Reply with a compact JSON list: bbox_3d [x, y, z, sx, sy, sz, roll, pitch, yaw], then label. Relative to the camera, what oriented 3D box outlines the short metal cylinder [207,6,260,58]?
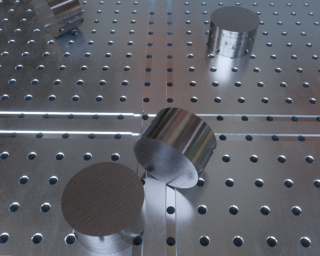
[{"bbox_3d":[0.124,-0.165,0.531,0.081,0.050,0.080,0,50,0],"label":"short metal cylinder"}]

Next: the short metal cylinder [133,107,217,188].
[{"bbox_3d":[0.017,0.023,0.352,0.080,0.080,0.050,23,54,18],"label":"short metal cylinder"}]

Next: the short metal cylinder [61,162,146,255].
[{"bbox_3d":[-0.055,0.082,0.321,0.081,0.050,0.080,0,50,0],"label":"short metal cylinder"}]

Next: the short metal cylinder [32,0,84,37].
[{"bbox_3d":[-0.180,-0.208,0.546,0.050,0.080,0.080,-36,59,-26],"label":"short metal cylinder"}]
